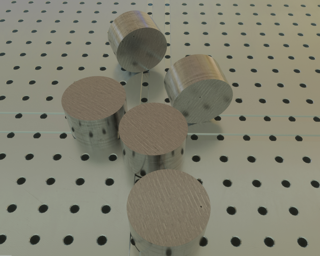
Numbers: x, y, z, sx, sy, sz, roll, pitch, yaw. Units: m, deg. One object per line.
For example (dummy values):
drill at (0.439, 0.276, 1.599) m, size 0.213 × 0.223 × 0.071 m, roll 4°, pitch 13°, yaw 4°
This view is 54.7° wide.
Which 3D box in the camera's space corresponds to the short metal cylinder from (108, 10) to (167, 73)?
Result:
short metal cylinder at (-0.036, -0.134, 0.484) m, size 0.081 × 0.080 × 0.050 m, roll -16°, pitch 52°, yaw -14°

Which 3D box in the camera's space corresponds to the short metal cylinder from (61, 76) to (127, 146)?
short metal cylinder at (-0.083, -0.024, 0.410) m, size 0.081 × 0.050 × 0.080 m, roll 0°, pitch 50°, yaw 0°

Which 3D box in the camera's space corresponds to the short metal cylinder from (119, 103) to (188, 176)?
short metal cylinder at (-0.008, 0.015, 0.379) m, size 0.081 × 0.050 × 0.080 m, roll 0°, pitch 50°, yaw 0°

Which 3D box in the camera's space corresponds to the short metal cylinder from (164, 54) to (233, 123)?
short metal cylinder at (0.050, -0.051, 0.416) m, size 0.081 × 0.080 × 0.050 m, roll -10°, pitch 51°, yaw -8°

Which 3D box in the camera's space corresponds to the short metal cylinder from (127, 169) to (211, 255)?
short metal cylinder at (0.008, 0.089, 0.316) m, size 0.081 × 0.050 × 0.080 m, roll 0°, pitch 50°, yaw 0°
